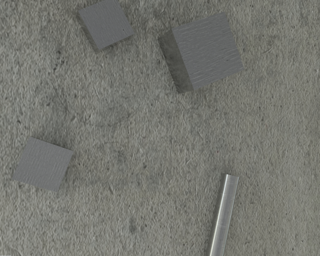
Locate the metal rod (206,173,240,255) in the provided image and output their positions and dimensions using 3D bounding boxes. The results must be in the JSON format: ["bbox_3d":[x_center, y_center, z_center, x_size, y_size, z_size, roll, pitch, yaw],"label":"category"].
[{"bbox_3d":[0.070,0.213,0.436,0.025,0.025,0.298,14,85,-20],"label":"metal rod"}]

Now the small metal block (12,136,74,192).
[{"bbox_3d":[-0.135,0.041,0.360,0.050,0.025,0.050,22,83,-19],"label":"small metal block"}]

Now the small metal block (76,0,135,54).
[{"bbox_3d":[-0.068,-0.127,0.384,0.050,0.025,0.050,-31,100,-18],"label":"small metal block"}]

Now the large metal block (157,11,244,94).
[{"bbox_3d":[0.054,-0.099,0.417,0.081,0.050,0.080,-24,98,-19],"label":"large metal block"}]
